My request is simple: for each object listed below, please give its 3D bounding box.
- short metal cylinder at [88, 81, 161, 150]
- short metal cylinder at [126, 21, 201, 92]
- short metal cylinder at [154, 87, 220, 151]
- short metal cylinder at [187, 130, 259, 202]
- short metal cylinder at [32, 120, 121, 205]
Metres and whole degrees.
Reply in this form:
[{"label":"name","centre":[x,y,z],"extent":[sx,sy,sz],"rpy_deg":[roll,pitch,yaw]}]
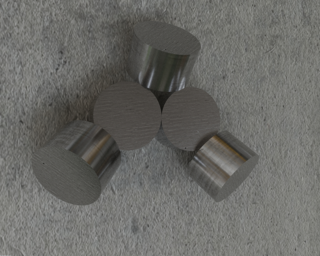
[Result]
[{"label":"short metal cylinder","centre":[-0.045,-0.014,0.380],"extent":[0.081,0.050,0.080],"rpy_deg":[0,90,-20]},{"label":"short metal cylinder","centre":[0.003,-0.088,0.376],"extent":[0.081,0.080,0.050],"rpy_deg":[2,132,-20]},{"label":"short metal cylinder","centre":[0.031,-0.011,0.408],"extent":[0.081,0.050,0.080],"rpy_deg":[0,90,-20]},{"label":"short metal cylinder","centre":[0.082,0.050,0.405],"extent":[0.080,0.080,0.050],"rpy_deg":[-39,61,-16]},{"label":"short metal cylinder","centre":[-0.090,0.038,0.341],"extent":[0.080,0.080,0.050],"rpy_deg":[48,35,-14]}]
